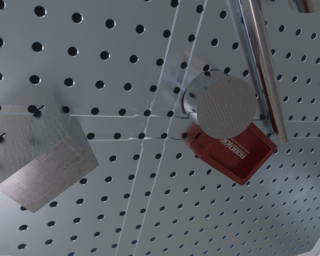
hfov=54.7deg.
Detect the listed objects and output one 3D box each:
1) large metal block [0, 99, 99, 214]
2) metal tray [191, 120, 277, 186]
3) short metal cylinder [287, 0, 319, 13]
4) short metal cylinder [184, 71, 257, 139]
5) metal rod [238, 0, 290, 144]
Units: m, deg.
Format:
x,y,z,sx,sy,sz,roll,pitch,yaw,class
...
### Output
x,y,z,sx,sy,sz,roll,pitch,yaw,class
-0.121,0.026,0.326,0.080,0.080,0.050,-37,129,-4,large metal block
0.121,0.031,0.492,0.130,0.030,0.090,34,99,-39,metal tray
0.186,-0.183,0.364,0.080,0.080,0.050,-43,130,1,short metal cylinder
0.077,-0.031,0.405,0.081,0.050,0.079,-5,110,-13,short metal cylinder
0.152,-0.081,0.443,0.025,0.025,0.299,-35,129,-5,metal rod
